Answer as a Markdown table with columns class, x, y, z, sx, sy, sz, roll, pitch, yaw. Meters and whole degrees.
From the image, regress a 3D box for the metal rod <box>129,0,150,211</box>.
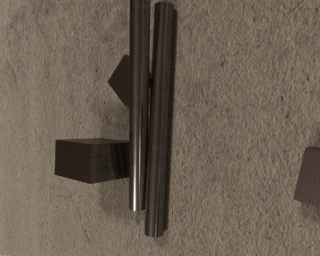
| class | x | y | z | sx | sy | sz | roll | pitch | yaw |
| --- | --- | --- | --- | --- | --- | --- | --- | --- | --- |
| metal rod | -0.027 | -0.037 | 0.398 | 0.025 | 0.025 | 0.298 | 11 | 105 | 39 |

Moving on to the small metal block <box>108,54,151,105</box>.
| class | x | y | z | sx | sy | sz | roll | pitch | yaw |
| --- | --- | --- | --- | --- | --- | --- | --- | --- | --- |
| small metal block | -0.041 | -0.067 | 0.436 | 0.050 | 0.025 | 0.050 | -52 | 60 | 27 |

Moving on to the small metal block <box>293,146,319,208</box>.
| class | x | y | z | sx | sy | sz | roll | pitch | yaw |
| --- | --- | --- | --- | --- | --- | --- | --- | --- | --- |
| small metal block | 0.154 | 0.047 | 0.277 | 0.050 | 0.025 | 0.050 | 16 | 100 | 38 |

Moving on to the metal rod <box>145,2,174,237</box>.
| class | x | y | z | sx | sy | sz | roll | pitch | yaw |
| --- | --- | --- | --- | --- | --- | --- | --- | --- | --- |
| metal rod | -0.001 | -0.009 | 0.403 | 0.025 | 0.025 | 0.298 | 4 | 93 | 39 |

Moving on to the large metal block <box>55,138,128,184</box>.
| class | x | y | z | sx | sy | sz | roll | pitch | yaw |
| --- | --- | --- | --- | --- | --- | --- | --- | --- | --- |
| large metal block | -0.091 | 0.043 | 0.442 | 0.080 | 0.081 | 0.050 | 4 | 93 | 39 |
